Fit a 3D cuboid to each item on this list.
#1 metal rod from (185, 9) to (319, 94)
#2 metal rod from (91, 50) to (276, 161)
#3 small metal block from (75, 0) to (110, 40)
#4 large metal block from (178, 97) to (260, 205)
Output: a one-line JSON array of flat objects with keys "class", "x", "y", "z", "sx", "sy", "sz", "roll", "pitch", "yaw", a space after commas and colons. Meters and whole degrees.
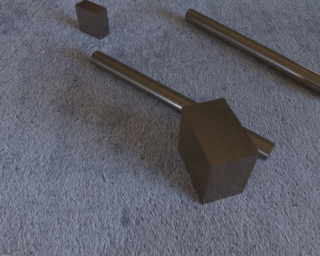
[{"class": "metal rod", "x": 0.159, "y": -0.129, "z": 0.513, "sx": 0.025, "sy": 0.025, "sz": 0.300, "roll": -36, "pitch": 59, "yaw": -27}, {"class": "metal rod", "x": 0.017, "y": -0.041, "z": 0.437, "sx": 0.300, "sy": 0.025, "sz": 0.025, "roll": 31, "pitch": 56, "yaw": 23}, {"class": "small metal block", "x": -0.118, "y": -0.191, "z": 0.546, "sx": 0.050, "sy": 0.050, "sz": 0.025, "roll": 29, "pitch": 56, "yaw": 22}, {"class": "large metal block", "x": 0.060, "y": 0.026, "z": 0.346, "sx": 0.050, "sy": 0.080, "sz": 0.080, "roll": -14, "pitch": 52, "yaw": -12}]
